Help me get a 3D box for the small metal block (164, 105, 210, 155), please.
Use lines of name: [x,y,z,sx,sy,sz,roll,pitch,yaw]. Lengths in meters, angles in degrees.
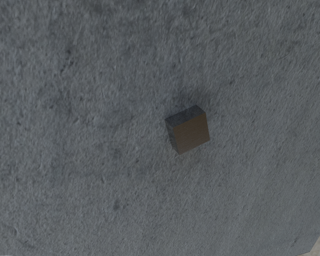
small metal block: [0.039,0.003,0.432,0.050,0.025,0.050,-25,128,-13]
